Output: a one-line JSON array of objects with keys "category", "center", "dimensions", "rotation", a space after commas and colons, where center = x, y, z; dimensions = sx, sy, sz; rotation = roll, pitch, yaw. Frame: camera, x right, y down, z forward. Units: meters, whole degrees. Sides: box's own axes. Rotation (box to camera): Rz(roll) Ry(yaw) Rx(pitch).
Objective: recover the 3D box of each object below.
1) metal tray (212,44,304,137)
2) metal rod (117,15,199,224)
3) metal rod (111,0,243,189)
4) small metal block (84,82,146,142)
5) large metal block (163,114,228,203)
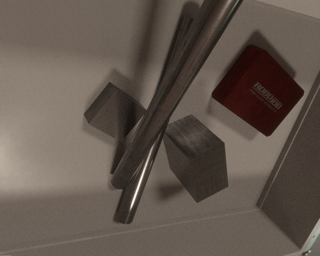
[{"category": "metal tray", "center": [0.148, -0.050, 0.458], "dimensions": [0.131, 0.030, 0.090], "rotation": [28, 103, -38]}, {"category": "metal rod", "center": [-0.007, 0.006, 0.409], "dimensions": [0.025, 0.025, 0.298], "rotation": [5, 116, -31]}, {"category": "metal rod", "center": [-0.002, -0.015, 0.321], "dimensions": [0.025, 0.025, 0.298], "rotation": [-2, 144, -28]}, {"category": "small metal block", "center": [-0.053, -0.018, 0.370], "dimensions": [0.050, 0.025, 0.050], "rotation": [34, 99, -39]}, {"category": "large metal block", "center": [0.047, 0.040, 0.426], "dimensions": [0.050, 0.080, 0.080], "rotation": [-24, 128, -14]}]
